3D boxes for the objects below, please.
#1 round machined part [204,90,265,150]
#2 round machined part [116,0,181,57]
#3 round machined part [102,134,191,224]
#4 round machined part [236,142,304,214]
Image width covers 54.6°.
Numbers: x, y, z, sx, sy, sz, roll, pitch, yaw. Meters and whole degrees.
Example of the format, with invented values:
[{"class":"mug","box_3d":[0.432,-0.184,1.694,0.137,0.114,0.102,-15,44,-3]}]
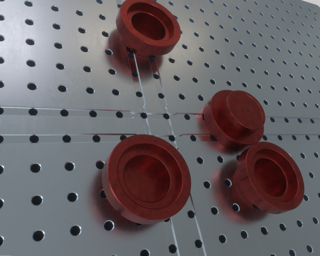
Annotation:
[{"class":"round machined part","box_3d":[0.120,-0.018,0.472,0.099,0.042,0.098,13,56,-21]},{"class":"round machined part","box_3d":[-0.021,-0.149,0.476,0.099,0.042,0.098,13,56,-21]},{"class":"round machined part","box_3d":[-0.018,0.060,0.351,0.099,0.042,0.098,13,56,-21]},{"class":"round machined part","box_3d":[0.147,0.071,0.432,0.099,0.042,0.098,13,56,-21]}]
